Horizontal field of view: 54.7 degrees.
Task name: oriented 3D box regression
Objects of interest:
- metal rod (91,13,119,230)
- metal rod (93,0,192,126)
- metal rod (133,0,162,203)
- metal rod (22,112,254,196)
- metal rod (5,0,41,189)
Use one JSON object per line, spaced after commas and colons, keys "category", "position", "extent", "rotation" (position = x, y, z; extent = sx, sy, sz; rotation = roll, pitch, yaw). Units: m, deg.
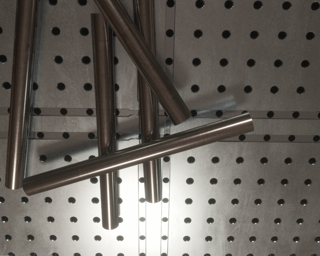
{"category": "metal rod", "position": [-0.071, 0.006, 0.414], "extent": [0.025, 0.025, 0.298], "rotation": [1, 110, -1]}
{"category": "metal rod", "position": [-0.054, -0.133, 0.344], "extent": [0.025, 0.025, 0.299], "rotation": [-31, 100, 10]}
{"category": "metal rod", "position": [-0.015, -0.037, 0.399], "extent": [0.025, 0.025, 0.298], "rotation": [-2, 110, 0]}
{"category": "metal rod", "position": [-0.031, 0.035, 0.398], "extent": [0.301, 0.025, 0.025], "rotation": [-17, 110, 5]}
{"category": "metal rod", "position": [-0.173, -0.056, 0.390], "extent": [0.025, 0.025, 0.298], "rotation": [12, 110, -5]}
